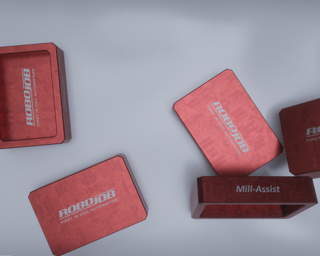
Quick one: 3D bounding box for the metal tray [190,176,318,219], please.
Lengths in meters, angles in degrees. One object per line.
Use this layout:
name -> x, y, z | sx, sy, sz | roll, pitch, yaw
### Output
metal tray -> 0.107, 0.087, 0.378 | 0.131, 0.090, 0.030 | 0, 63, -1

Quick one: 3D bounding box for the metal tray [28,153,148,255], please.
metal tray -> -0.092, 0.099, 0.408 | 0.131, 0.030, 0.090 | -23, 90, -1

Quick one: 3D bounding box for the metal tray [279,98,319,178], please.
metal tray -> 0.215, 0.005, 0.360 | 0.130, 0.030, 0.090 | -18, 58, 33

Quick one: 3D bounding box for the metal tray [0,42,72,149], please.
metal tray -> -0.171, -0.041, 0.406 | 0.091, 0.030, 0.129 | -5, 90, -1

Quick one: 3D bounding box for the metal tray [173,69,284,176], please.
metal tray -> 0.088, 0.000, 0.410 | 0.090, 0.030, 0.130 | -34, 90, -1
